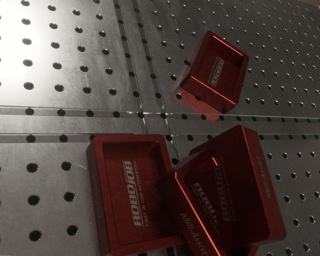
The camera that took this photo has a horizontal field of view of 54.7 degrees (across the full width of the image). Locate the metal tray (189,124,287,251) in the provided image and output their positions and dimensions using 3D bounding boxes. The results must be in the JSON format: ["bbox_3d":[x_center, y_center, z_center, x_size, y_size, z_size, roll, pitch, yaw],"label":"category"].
[{"bbox_3d":[0.084,0.072,0.366,0.030,0.090,0.130,17,54,-37],"label":"metal tray"}]

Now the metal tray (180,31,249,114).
[{"bbox_3d":[0.095,-0.096,0.517,0.090,0.030,0.130,31,52,-9],"label":"metal tray"}]

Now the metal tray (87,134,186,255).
[{"bbox_3d":[-0.027,0.071,0.348,0.091,0.030,0.130,0,62,-29],"label":"metal tray"}]

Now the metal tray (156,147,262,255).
[{"bbox_3d":[0.060,0.096,0.351,0.091,0.030,0.130,-26,86,-53],"label":"metal tray"}]
